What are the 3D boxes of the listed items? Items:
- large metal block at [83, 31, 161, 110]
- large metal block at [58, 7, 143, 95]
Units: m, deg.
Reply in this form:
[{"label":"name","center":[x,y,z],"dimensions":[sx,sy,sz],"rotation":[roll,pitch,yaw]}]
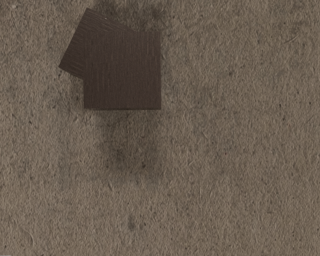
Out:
[{"label":"large metal block","center":[-0.040,-0.061,0.347],"dimensions":[0.081,0.050,0.079],"rotation":[-1,90,-1]},{"label":"large metal block","center":[-0.069,-0.092,0.397],"dimensions":[0.080,0.050,0.080],"rotation":[25,90,-1]}]
